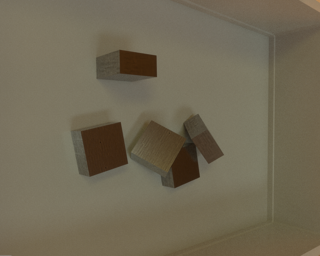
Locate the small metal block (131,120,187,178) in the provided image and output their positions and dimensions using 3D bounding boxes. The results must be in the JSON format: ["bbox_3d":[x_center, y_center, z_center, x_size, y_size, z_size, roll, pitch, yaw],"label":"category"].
[{"bbox_3d":[-0.002,0.026,0.390,0.050,0.025,0.050,28,66,7],"label":"small metal block"}]

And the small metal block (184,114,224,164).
[{"bbox_3d":[0.062,0.015,0.442,0.025,0.050,0.050,-32,117,8],"label":"small metal block"}]

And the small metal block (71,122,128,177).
[{"bbox_3d":[-0.068,0.022,0.351,0.050,0.025,0.050,-15,100,-39],"label":"small metal block"}]

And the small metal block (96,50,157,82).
[{"bbox_3d":[-0.039,-0.070,0.359,0.050,0.050,0.025,-2,92,-40],"label":"small metal block"}]

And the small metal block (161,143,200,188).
[{"bbox_3d":[0.026,0.050,0.431,0.050,0.025,0.050,-14,99,-39],"label":"small metal block"}]
